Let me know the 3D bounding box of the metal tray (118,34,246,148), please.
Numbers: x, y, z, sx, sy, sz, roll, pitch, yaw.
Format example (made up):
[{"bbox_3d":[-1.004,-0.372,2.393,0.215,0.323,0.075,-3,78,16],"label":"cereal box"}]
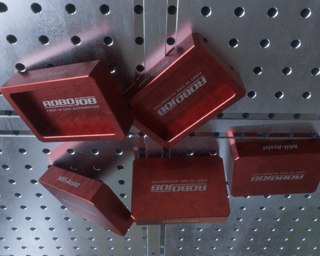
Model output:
[{"bbox_3d":[0.024,-0.038,0.376,0.130,0.030,0.090,-37,122,27],"label":"metal tray"}]

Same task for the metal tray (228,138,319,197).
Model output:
[{"bbox_3d":[0.172,0.061,0.463,0.131,0.030,0.089,-3,130,2],"label":"metal tray"}]

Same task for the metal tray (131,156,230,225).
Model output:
[{"bbox_3d":[0.027,0.088,0.440,0.131,0.090,0.030,-2,147,1],"label":"metal tray"}]

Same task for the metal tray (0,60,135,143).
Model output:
[{"bbox_3d":[-0.106,-0.026,0.361,0.130,0.030,0.090,-3,133,24],"label":"metal tray"}]

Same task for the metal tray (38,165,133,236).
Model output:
[{"bbox_3d":[-0.108,0.104,0.451,0.130,0.030,0.090,8,141,39],"label":"metal tray"}]
